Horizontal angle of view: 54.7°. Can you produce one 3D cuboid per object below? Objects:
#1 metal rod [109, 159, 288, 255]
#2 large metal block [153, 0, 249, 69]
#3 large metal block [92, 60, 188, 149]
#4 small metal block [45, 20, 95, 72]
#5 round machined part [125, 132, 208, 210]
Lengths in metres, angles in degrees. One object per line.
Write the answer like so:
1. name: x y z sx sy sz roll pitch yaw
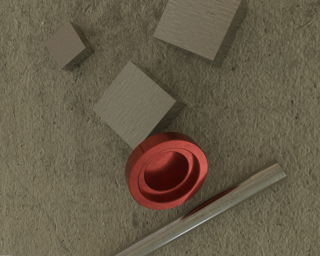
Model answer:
1. metal rod: 0.023 0.129 0.400 0.300 0.025 0.025 -35 79 16
2. large metal block: 0.051 -0.129 0.378 0.080 0.050 0.080 27 99 18
3. large metal block: -0.026 -0.028 0.405 0.080 0.050 0.080 43 103 15
4. small metal block: -0.132 -0.119 0.456 0.050 0.025 0.050 -36 79 16
5. round machined part: 0.005 0.048 0.380 0.098 0.098 0.042 -56 30 12
